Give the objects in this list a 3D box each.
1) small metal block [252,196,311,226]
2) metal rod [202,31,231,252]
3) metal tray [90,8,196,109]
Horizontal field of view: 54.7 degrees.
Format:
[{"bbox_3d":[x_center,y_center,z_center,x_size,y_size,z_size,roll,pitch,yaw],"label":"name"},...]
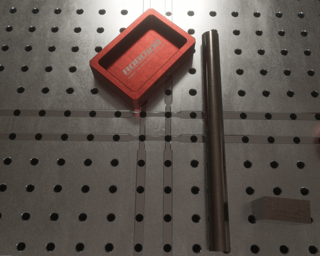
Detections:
[{"bbox_3d":[0.140,0.098,0.364,0.050,0.050,0.025,6,70,2],"label":"small metal block"},{"bbox_3d":[0.072,0.003,0.411,0.025,0.025,0.299,1,70,0],"label":"metal rod"},{"bbox_3d":[-0.023,-0.102,0.446,0.090,0.030,0.130,40,74,13],"label":"metal tray"}]
